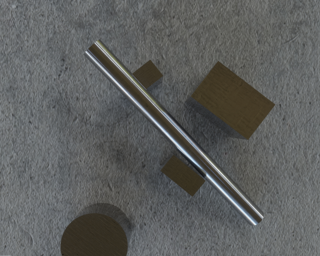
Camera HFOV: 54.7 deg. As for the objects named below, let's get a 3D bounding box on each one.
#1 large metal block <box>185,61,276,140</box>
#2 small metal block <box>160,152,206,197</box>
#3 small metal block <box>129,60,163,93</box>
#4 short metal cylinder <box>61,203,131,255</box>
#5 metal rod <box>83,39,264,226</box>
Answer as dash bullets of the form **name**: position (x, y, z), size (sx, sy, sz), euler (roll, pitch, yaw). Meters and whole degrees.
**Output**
- **large metal block**: position (0.081, -0.031, 0.384), size (0.080, 0.080, 0.050), euler (37, 90, -1)
- **small metal block**: position (0.028, 0.057, 0.398), size (0.050, 0.050, 0.025), euler (39, 90, -1)
- **small metal block**: position (-0.024, -0.057, 0.397), size (0.050, 0.050, 0.025), euler (-38, 90, 0)
- **short metal cylinder**: position (-0.079, 0.142, 0.397), size (0.081, 0.050, 0.079), euler (0, 90, -1)
- **metal rod**: position (0.026, 0.015, 0.377), size (0.025, 0.025, 0.300), euler (-44, 104, 0)
